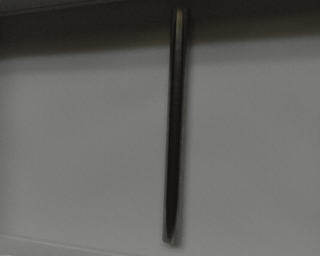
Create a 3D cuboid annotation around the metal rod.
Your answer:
[{"bbox_3d":[0.021,-0.003,0.402,0.025,0.025,0.298,3,91,19],"label":"metal rod"}]
